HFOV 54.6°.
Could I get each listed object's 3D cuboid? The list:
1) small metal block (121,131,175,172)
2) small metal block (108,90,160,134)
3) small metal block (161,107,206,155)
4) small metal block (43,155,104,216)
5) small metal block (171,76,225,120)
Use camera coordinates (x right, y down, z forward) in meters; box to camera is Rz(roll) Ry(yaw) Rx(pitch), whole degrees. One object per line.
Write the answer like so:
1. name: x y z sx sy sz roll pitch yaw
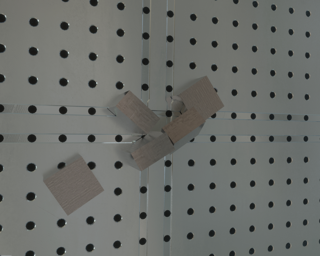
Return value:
1. small metal block: -0.016 0.028 0.393 0.050 0.050 0.025 -31 101 -17
2. small metal block: -0.034 -0.018 0.387 0.050 0.050 0.025 42 77 -15
3. small metal block: 0.028 0.005 0.406 0.050 0.050 0.025 -34 75 -16
4. small metal block: -0.104 0.068 0.374 0.050 0.025 0.050 -34 101 -17
5. small metal block: 0.053 -0.037 0.432 0.050 0.025 0.050 -36 102 -17
